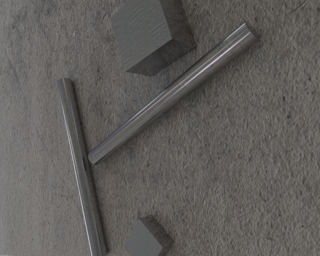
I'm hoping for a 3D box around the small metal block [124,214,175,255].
[{"bbox_3d":[-0.015,0.155,0.418,0.050,0.025,0.050,43,116,31],"label":"small metal block"}]

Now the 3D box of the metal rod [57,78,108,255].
[{"bbox_3d":[-0.131,0.059,0.512,0.025,0.025,0.299,-24,75,37],"label":"metal rod"}]

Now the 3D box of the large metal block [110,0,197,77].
[{"bbox_3d":[-0.010,-0.123,0.397,0.080,0.050,0.080,-26,74,37],"label":"large metal block"}]

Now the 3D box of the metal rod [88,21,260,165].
[{"bbox_3d":[-0.003,-0.028,0.407,0.299,0.025,0.025,-37,68,33],"label":"metal rod"}]
